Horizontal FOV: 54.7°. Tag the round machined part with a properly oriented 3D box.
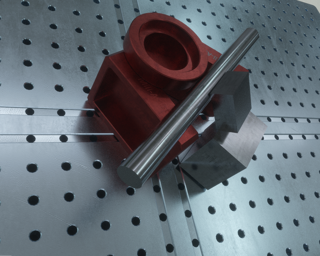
[{"bbox_3d":[0.003,-0.084,0.363,0.099,0.042,0.098,14,56,-21],"label":"round machined part"}]

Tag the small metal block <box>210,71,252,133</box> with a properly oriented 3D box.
[{"bbox_3d":[0.082,-0.030,0.352,0.025,0.050,0.050,9,42,32],"label":"small metal block"}]

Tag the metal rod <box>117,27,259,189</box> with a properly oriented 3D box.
[{"bbox_3d":[0.053,-0.046,0.350,0.025,0.025,0.301,42,51,0],"label":"metal rod"}]

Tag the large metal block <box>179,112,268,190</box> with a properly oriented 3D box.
[{"bbox_3d":[0.081,0.023,0.400,0.050,0.080,0.080,42,51,0],"label":"large metal block"}]

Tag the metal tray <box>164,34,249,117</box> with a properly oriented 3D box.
[{"bbox_3d":[0.046,-0.075,0.438,0.131,0.090,0.030,28,53,-11],"label":"metal tray"}]

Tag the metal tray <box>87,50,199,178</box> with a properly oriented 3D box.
[{"bbox_3d":[-0.025,-0.014,0.362,0.030,0.090,0.130,-33,81,-38],"label":"metal tray"}]
